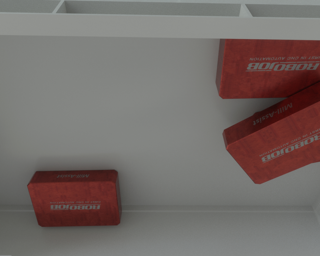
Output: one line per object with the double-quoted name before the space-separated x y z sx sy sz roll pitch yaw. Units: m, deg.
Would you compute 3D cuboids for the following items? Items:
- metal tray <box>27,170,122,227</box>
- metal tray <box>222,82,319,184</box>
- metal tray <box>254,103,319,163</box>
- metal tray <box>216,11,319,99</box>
"metal tray" -0.130 0.112 0.487 0.131 0.030 0.089 -1 119 0
"metal tray" 0.156 0.012 0.378 0.130 0.030 0.090 -29 125 22
"metal tray" 0.197 0.008 0.415 0.131 0.030 0.090 -13 129 10
"metal tray" 0.132 -0.078 0.341 0.131 0.030 0.089 -1 130 0
